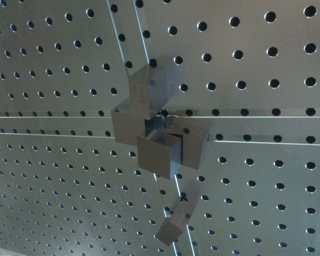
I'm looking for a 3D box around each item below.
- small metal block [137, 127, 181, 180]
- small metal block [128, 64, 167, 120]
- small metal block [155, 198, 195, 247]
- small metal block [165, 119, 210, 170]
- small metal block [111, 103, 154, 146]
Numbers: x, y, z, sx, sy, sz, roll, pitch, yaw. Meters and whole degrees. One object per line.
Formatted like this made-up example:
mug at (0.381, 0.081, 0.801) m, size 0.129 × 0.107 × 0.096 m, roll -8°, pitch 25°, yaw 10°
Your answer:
small metal block at (-0.001, 0.032, 0.399) m, size 0.050 × 0.025 × 0.050 m, roll 18°, pitch 125°, yaw 29°
small metal block at (-0.013, -0.045, 0.373) m, size 0.025 × 0.050 × 0.050 m, roll 12°, pitch 123°, yaw 21°
small metal block at (0.023, 0.143, 0.470) m, size 0.025 × 0.050 × 0.050 m, roll 35°, pitch 129°, yaw 4°
small metal block at (0.034, 0.021, 0.406) m, size 0.050 × 0.025 × 0.050 m, roll 17°, pitch 125°, yaw 18°
small metal block at (-0.037, -0.003, 0.427) m, size 0.050 × 0.025 × 0.050 m, roll 10°, pitch 123°, yaw 22°
